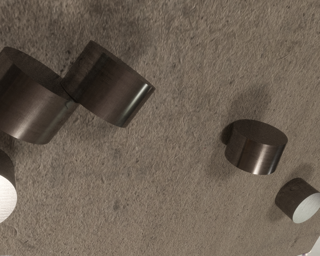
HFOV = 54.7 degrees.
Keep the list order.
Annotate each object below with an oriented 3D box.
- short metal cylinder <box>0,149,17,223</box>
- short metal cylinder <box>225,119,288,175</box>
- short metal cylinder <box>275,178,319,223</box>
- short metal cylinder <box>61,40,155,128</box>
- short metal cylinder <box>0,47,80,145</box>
[{"bbox_3d":[-0.195,0.062,0.323,0.081,0.050,0.079,-14,125,-21],"label":"short metal cylinder"},{"bbox_3d":[0.144,0.027,0.469,0.081,0.080,0.050,-3,120,-27],"label":"short metal cylinder"},{"bbox_3d":[0.290,0.151,0.647,0.081,0.050,0.079,-14,125,-21],"label":"short metal cylinder"},{"bbox_3d":[-0.052,-0.044,0.317,0.080,0.080,0.050,31,101,-38],"label":"short metal cylinder"},{"bbox_3d":[-0.121,-0.030,0.287,0.080,0.080,0.050,34,99,-39],"label":"short metal cylinder"}]
